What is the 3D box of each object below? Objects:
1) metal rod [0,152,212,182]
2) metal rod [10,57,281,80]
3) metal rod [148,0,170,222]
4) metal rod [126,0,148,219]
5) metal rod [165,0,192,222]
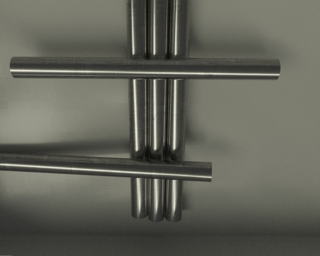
[{"bbox_3d":[-0.085,0.050,0.409,0.302,0.025,0.025,2,110,6],"label":"metal rod"},{"bbox_3d":[-0.016,-0.069,0.358,0.302,0.025,0.025,0,110,0],"label":"metal rod"},{"bbox_3d":[-0.004,-0.008,0.407,0.025,0.025,0.298,1,110,0],"label":"metal rod"},{"bbox_3d":[-0.028,-0.013,0.405,0.025,0.025,0.298,0,110,0],"label":"metal rod"},{"bbox_3d":[0.022,-0.008,0.406,0.025,0.025,0.298,1,110,0],"label":"metal rod"}]
